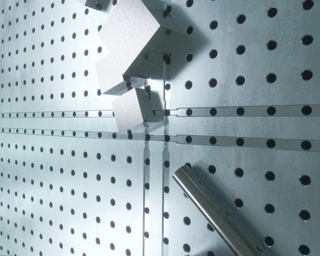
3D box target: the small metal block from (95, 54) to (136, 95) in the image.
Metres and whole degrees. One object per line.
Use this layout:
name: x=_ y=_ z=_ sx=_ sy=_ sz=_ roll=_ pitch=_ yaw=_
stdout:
small metal block: x=-0.067 y=-0.082 z=0.462 sx=0.050 sy=0.025 sz=0.050 roll=-23 pitch=76 yaw=37

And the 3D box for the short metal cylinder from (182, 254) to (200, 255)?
short metal cylinder: x=0.031 y=0.198 z=0.366 sx=0.080 sy=0.050 sz=0.079 roll=0 pitch=90 yaw=39

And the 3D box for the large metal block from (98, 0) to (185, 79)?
large metal block: x=-0.027 y=-0.125 z=0.413 sx=0.080 sy=0.050 sz=0.080 roll=-47 pitch=63 yaw=29

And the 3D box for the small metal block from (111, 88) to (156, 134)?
small metal block: x=-0.038 y=-0.023 z=0.439 sx=0.050 sy=0.025 sz=0.050 roll=-24 pitch=75 yaw=37

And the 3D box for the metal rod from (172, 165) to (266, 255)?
metal rod: x=0.112 y=0.154 z=0.315 sx=0.300 sy=0.025 sz=0.025 roll=49 pitch=119 yaw=28

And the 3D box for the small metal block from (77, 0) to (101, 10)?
small metal block: x=-0.116 y=-0.228 z=0.502 sx=0.050 sy=0.025 sz=0.050 roll=42 pitch=115 yaw=31
